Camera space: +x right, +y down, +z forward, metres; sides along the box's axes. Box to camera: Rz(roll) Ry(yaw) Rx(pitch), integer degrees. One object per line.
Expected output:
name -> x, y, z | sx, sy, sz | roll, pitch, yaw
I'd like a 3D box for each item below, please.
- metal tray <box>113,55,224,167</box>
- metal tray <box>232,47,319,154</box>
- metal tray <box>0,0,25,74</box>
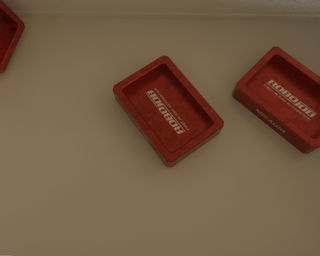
metal tray -> 0.010, -0.024, 0.415 | 0.090, 0.030, 0.130 | -34, 74, -12
metal tray -> 0.178, -0.040, 0.422 | 0.130, 0.030, 0.090 | 42, 75, 13
metal tray -> -0.245, -0.142, 0.402 | 0.030, 0.130, 0.090 | 6, 69, 21
